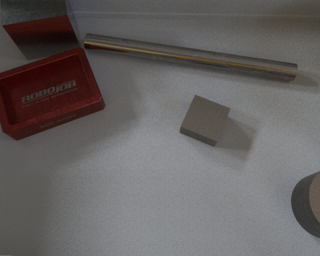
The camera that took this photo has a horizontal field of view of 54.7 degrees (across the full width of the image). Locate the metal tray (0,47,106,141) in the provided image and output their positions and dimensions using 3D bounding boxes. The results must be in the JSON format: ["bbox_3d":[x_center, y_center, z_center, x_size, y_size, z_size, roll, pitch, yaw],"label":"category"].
[{"bbox_3d":[-0.152,-0.048,0.422,0.131,0.030,0.090,-21,72,-8],"label":"metal tray"}]

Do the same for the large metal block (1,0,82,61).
[{"bbox_3d":[-0.161,-0.144,0.431,0.081,0.080,0.050,-12,71,-5],"label":"large metal block"}]

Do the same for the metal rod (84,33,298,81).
[{"bbox_3d":[0.042,-0.103,0.447,0.302,0.025,0.025,9,70,3],"label":"metal rod"}]

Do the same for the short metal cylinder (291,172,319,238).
[{"bbox_3d":[0.206,0.090,0.366,0.081,0.050,0.080,0,70,0],"label":"short metal cylinder"}]

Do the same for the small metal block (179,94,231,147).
[{"bbox_3d":[0.060,-0.010,0.414,0.050,0.025,0.050,23,71,7],"label":"small metal block"}]
